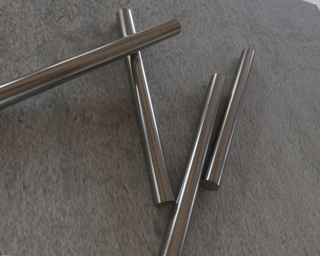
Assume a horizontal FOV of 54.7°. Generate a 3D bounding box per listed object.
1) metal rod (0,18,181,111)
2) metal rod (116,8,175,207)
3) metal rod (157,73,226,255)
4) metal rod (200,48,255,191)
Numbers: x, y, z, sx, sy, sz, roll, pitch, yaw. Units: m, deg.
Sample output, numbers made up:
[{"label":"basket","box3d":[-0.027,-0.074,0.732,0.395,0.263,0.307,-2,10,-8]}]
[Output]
[{"label":"metal rod","box3d":[-0.086,-0.084,0.387,0.302,0.025,0.025,-32,80,-31]},{"label":"metal rod","box3d":[-0.026,-0.045,0.418,0.025,0.025,0.299,1,61,-28]},{"label":"metal rod","box3d":[0.051,0.031,0.413,0.025,0.025,0.300,29,52,-10]},{"label":"metal rod","box3d":[0.114,-0.033,0.487,0.025,0.025,0.301,32,51,-8]}]
